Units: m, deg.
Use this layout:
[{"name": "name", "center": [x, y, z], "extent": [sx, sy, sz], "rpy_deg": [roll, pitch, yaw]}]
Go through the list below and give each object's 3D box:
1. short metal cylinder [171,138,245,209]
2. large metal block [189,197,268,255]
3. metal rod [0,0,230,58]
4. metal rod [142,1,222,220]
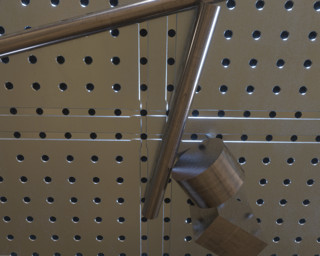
[{"name": "short metal cylinder", "center": [0.062, 0.058, 0.406], "extent": [0.080, 0.080, 0.050], "rpy_deg": [-34, 107, 12]}, {"name": "large metal block", "center": [0.092, 0.134, 0.434], "extent": [0.080, 0.080, 0.050], "rpy_deg": [32, 107, -11]}, {"name": "metal rod", "center": [-0.069, -0.126, 0.366], "extent": [0.301, 0.025, 0.025], "rpy_deg": [-13, 110, 4]}, {"name": "metal rod", "center": [0.021, -0.005, 0.401], "extent": [0.025, 0.025, 0.298], "rpy_deg": [13, 114, -5]}]
